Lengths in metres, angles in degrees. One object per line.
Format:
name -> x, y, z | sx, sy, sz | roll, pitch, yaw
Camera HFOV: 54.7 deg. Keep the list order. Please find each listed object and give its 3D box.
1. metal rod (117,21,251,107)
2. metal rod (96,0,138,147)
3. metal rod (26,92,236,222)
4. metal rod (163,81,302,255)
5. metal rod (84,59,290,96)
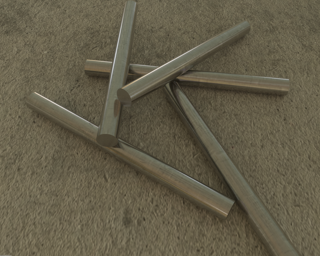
metal rod -> 0.054, -0.108, 0.465 | 0.025, 0.025, 0.302 | 33, 49, 25
metal rod -> -0.056, -0.100, 0.452 | 0.025, 0.025, 0.300 | 1, 50, 1
metal rod -> -0.051, 0.025, 0.381 | 0.300, 0.025, 0.025 | 27, 55, 20
metal rod -> 0.077, 0.047, 0.364 | 0.025, 0.025, 0.300 | -19, 53, -15
metal rod -> 0.036, -0.077, 0.467 | 0.302, 0.025, 0.025 | 7, 50, 5
